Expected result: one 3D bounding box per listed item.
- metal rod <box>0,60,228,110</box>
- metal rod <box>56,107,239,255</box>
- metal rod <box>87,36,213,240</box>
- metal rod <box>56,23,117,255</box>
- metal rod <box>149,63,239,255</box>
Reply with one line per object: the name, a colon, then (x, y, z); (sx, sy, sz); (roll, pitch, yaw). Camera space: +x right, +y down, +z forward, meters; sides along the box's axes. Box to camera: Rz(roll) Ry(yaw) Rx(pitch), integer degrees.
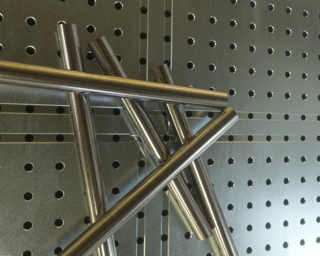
metal rod: (-0.056, -0.049, 0.366); (0.302, 0.025, 0.025); (5, 88, -20)
metal rod: (-0.013, 0.074, 0.382); (0.301, 0.025, 0.025); (-40, 103, -16)
metal rod: (-0.008, 0.021, 0.410); (0.025, 0.025, 0.299); (-32, 101, -17)
metal rod: (-0.089, 0.025, 0.380); (0.025, 0.025, 0.298); (-10, 94, -20)
metal rod: (0.051, 0.056, 0.433); (0.025, 0.025, 0.298); (-24, 98, -19)
